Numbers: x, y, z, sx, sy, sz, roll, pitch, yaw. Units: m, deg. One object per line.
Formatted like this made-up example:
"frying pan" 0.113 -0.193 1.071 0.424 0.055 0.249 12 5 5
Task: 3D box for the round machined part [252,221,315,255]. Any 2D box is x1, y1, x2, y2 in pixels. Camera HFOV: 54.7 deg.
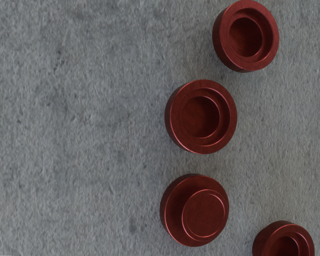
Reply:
"round machined part" 0.180 0.189 0.469 0.099 0.042 0.097 0 90 -21

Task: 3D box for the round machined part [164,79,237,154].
"round machined part" 0.051 -0.014 0.420 0.099 0.042 0.097 0 90 -21

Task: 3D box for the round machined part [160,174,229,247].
"round machined part" 0.053 0.114 0.421 0.099 0.042 0.097 0 90 -21

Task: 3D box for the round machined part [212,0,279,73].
"round machined part" 0.118 -0.128 0.445 0.099 0.042 0.097 0 90 -21
